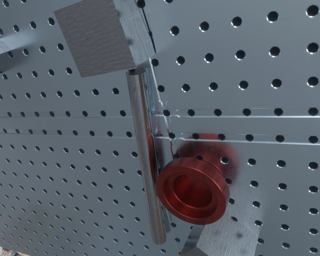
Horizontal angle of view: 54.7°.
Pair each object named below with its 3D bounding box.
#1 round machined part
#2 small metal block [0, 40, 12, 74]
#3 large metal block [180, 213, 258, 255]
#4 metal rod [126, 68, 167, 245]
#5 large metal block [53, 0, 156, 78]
[{"bbox_3d":[0.047,0.081,0.424,0.098,0.042,0.097,13,123,22],"label":"round machined part"},{"bbox_3d":[-0.260,-0.102,0.469,0.025,0.050,0.050,43,129,-1],"label":"small metal block"},{"bbox_3d":[0.083,0.170,0.437,0.080,0.080,0.050,37,129,3],"label":"large metal block"},{"bbox_3d":[-0.015,0.060,0.456,0.025,0.025,0.298,8,122,24],"label":"metal rod"},{"bbox_3d":[-0.062,-0.110,0.360,0.080,0.050,0.080,-5,116,30],"label":"large metal block"}]
